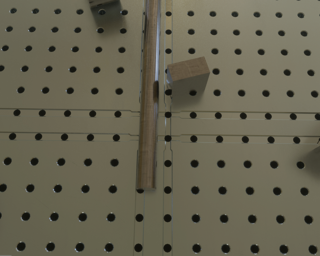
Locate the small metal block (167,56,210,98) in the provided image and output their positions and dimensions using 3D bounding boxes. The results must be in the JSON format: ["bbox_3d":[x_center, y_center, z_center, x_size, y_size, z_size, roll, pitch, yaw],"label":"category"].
[{"bbox_3d":[0.037,-0.069,0.424,0.050,0.050,0.025,-14,71,-6],"label":"small metal block"}]

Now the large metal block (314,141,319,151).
[{"bbox_3d":[0.253,0.000,0.386,0.050,0.080,0.080,36,74,12],"label":"large metal block"}]

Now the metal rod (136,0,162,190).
[{"bbox_3d":[-0.014,-0.065,0.435,0.025,0.025,0.299,1,70,0],"label":"metal rod"}]

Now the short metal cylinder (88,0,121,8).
[{"bbox_3d":[-0.094,-0.227,0.465,0.050,0.080,0.080,-19,71,-7],"label":"short metal cylinder"}]
